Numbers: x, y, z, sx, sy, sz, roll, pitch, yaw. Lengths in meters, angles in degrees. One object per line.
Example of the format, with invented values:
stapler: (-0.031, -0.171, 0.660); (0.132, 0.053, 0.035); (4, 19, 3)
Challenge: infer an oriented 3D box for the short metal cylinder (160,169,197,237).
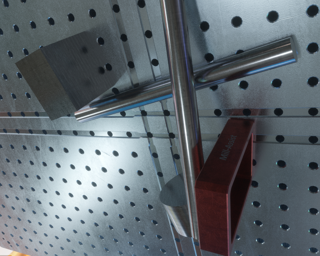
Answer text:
short metal cylinder: (0.046, 0.097, 0.411); (0.080, 0.080, 0.050); (-13, 112, 33)

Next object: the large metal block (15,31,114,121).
large metal block: (-0.118, -0.067, 0.396); (0.050, 0.080, 0.080); (-15, 111, 34)

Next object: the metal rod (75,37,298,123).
metal rod: (0.006, -0.048, 0.378); (0.300, 0.025, 0.025); (-13, 112, 33)

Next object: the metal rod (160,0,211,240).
metal rod: (0.028, -0.022, 0.332); (0.025, 0.025, 0.298); (-2, 102, 29)

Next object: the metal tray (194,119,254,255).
metal tray: (0.076, 0.058, 0.339); (0.030, 0.131, 0.089); (6, 121, 25)
